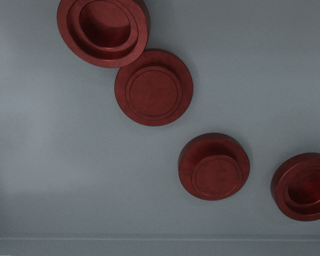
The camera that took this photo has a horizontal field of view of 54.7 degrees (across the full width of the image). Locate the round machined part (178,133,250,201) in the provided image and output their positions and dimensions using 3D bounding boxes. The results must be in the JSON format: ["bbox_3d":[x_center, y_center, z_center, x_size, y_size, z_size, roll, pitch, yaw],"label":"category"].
[{"bbox_3d":[0.075,0.059,0.425,0.099,0.042,0.097,0,110,-1],"label":"round machined part"}]

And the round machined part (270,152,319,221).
[{"bbox_3d":[0.204,0.078,0.434,0.099,0.042,0.097,0,110,-1],"label":"round machined part"}]

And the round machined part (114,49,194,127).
[{"bbox_3d":[-0.007,-0.047,0.385,0.099,0.042,0.097,0,110,-1],"label":"round machined part"}]

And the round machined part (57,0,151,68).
[{"bbox_3d":[-0.059,-0.119,0.345,0.099,0.042,0.097,4,135,4],"label":"round machined part"}]
